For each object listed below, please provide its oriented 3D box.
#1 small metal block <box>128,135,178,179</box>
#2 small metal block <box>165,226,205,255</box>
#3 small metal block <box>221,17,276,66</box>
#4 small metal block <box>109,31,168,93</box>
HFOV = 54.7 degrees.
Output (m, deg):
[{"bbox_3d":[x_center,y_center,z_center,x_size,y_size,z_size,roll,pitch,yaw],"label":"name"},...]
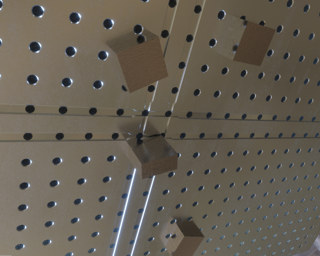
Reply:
[{"bbox_3d":[-0.011,0.037,0.414,0.050,0.050,0.025,-13,124,-22],"label":"small metal block"},{"bbox_3d":[0.046,0.209,0.568,0.050,0.025,0.050,16,110,-35],"label":"small metal block"},{"bbox_3d":[0.116,-0.113,0.407,0.050,0.025,0.050,3,117,-30],"label":"small metal block"},{"bbox_3d":[-0.023,-0.075,0.353,0.050,0.025,0.050,-26,128,-13],"label":"small metal block"}]
